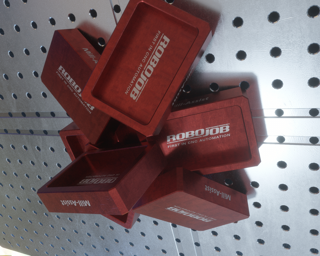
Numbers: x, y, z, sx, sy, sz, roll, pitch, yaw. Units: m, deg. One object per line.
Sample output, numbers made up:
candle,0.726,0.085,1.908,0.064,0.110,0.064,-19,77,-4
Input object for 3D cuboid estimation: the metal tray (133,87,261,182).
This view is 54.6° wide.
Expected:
metal tray,0.045,0.011,0.368,0.130,0.030,0.090,-12,113,14

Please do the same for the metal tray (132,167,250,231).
metal tray,0.041,0.098,0.404,0.131,0.030,0.090,27,138,-33

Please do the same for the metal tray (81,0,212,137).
metal tray,-0.014,-0.066,0.331,0.090,0.030,0.130,30,95,9

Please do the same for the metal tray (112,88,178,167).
metal tray,-0.022,0.006,0.423,0.090,0.030,0.129,-6,114,28

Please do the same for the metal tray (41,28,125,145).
metal tray,-0.099,-0.054,0.406,0.130,0.030,0.090,48,131,14

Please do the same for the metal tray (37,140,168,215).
metal tray,-0.067,0.057,0.356,0.130,0.090,0.030,-10,113,37

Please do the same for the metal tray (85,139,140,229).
metal tray,-0.066,0.081,0.454,0.090,0.030,0.129,24,127,13

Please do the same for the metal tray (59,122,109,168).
metal tray,-0.094,0.052,0.491,0.090,0.030,0.129,-5,116,29
